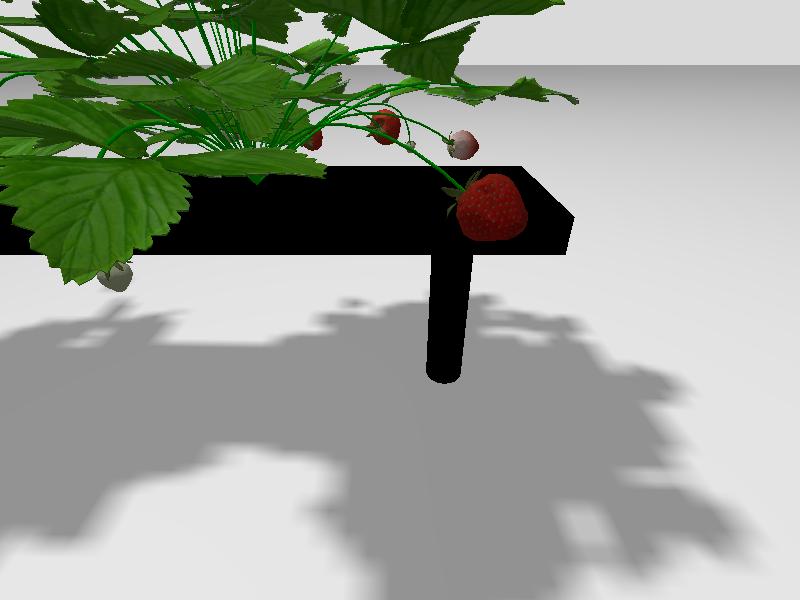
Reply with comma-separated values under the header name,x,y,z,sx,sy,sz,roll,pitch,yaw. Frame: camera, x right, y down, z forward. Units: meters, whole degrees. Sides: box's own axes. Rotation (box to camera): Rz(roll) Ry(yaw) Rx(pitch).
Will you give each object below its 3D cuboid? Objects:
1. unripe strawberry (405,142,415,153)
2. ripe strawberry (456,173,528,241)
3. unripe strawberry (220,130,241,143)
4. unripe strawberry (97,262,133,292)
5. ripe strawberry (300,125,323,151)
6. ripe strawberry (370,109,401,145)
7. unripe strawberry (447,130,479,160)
name,x,y,z,sx,sy,sz,roll,pitch,yaw
unripe strawberry,0.011,-0.161,0.422,0.010,0.011,0.011,-20,37,-29
ripe strawberry,0.054,-0.051,0.232,0.040,0.039,0.044,36,44,17
unripe strawberry,-0.210,-0.210,0.495,0.033,0.029,0.030,-14,24,-21
unripe strawberry,-0.130,-0.010,0.183,0.013,0.014,0.014,1,32,1
ripe strawberry,-0.103,-0.190,0.468,0.027,0.028,0.029,5,32,7
ripe strawberry,-0.016,-0.214,0.497,0.038,0.040,0.041,17,31,26
unripe strawberry,0.066,-0.161,0.416,0.033,0.029,0.033,-6,32,-25
